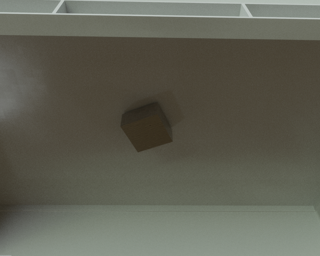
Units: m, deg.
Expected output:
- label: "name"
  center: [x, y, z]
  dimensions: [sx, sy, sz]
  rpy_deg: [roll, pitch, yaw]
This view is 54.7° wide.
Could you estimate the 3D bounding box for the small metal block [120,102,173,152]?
- label: "small metal block"
  center: [-0.016, 0.000, 0.404]
  dimensions: [0.050, 0.025, 0.050]
  rpy_deg: [-18, 128, 14]
